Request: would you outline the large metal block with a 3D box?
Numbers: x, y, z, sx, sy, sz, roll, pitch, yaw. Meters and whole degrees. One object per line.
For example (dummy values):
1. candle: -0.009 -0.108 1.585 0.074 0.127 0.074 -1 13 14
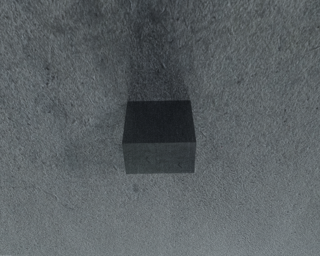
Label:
1. large metal block: -0.001 0.009 0.381 0.081 0.080 0.050 -1 130 0
